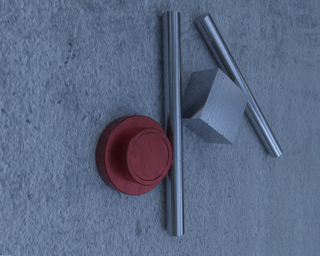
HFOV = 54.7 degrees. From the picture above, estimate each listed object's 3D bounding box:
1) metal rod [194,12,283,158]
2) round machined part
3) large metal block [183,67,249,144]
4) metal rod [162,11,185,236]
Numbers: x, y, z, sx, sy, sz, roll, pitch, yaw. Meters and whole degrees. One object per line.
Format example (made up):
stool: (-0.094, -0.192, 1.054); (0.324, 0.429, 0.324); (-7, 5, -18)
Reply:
metal rod: (0.143, -0.058, 0.526); (0.025, 0.025, 0.300); (-53, 121, -27)
round machined part: (-0.024, 0.033, 0.376); (0.099, 0.042, 0.097); (0, 90, -40)
large metal block: (0.078, -0.030, 0.456); (0.080, 0.050, 0.080); (34, 69, -35)
metal rod: (0.018, -0.005, 0.422); (0.025, 0.025, 0.298); (-2, 92, -40)
